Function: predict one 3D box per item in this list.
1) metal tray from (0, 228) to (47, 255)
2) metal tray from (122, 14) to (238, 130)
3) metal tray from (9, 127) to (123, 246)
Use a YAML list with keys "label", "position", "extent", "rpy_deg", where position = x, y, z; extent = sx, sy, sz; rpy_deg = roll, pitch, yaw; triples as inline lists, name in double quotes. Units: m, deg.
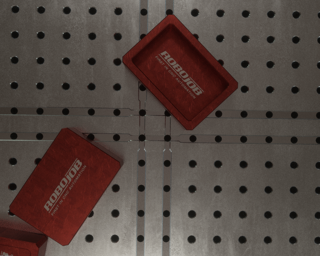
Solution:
- label: "metal tray"
  position: [-0.209, 0.203, 0.408]
  extent: [0.091, 0.030, 0.129]
  rpy_deg: [11, 90, -1]
- label: "metal tray"
  position: [0.026, -0.071, 0.411]
  extent: [0.090, 0.030, 0.130]
  rpy_deg: [-43, 91, 0]
- label: "metal tray"
  position: [-0.121, 0.075, 0.409]
  extent: [0.090, 0.030, 0.130]
  rpy_deg: [34, 90, -1]
